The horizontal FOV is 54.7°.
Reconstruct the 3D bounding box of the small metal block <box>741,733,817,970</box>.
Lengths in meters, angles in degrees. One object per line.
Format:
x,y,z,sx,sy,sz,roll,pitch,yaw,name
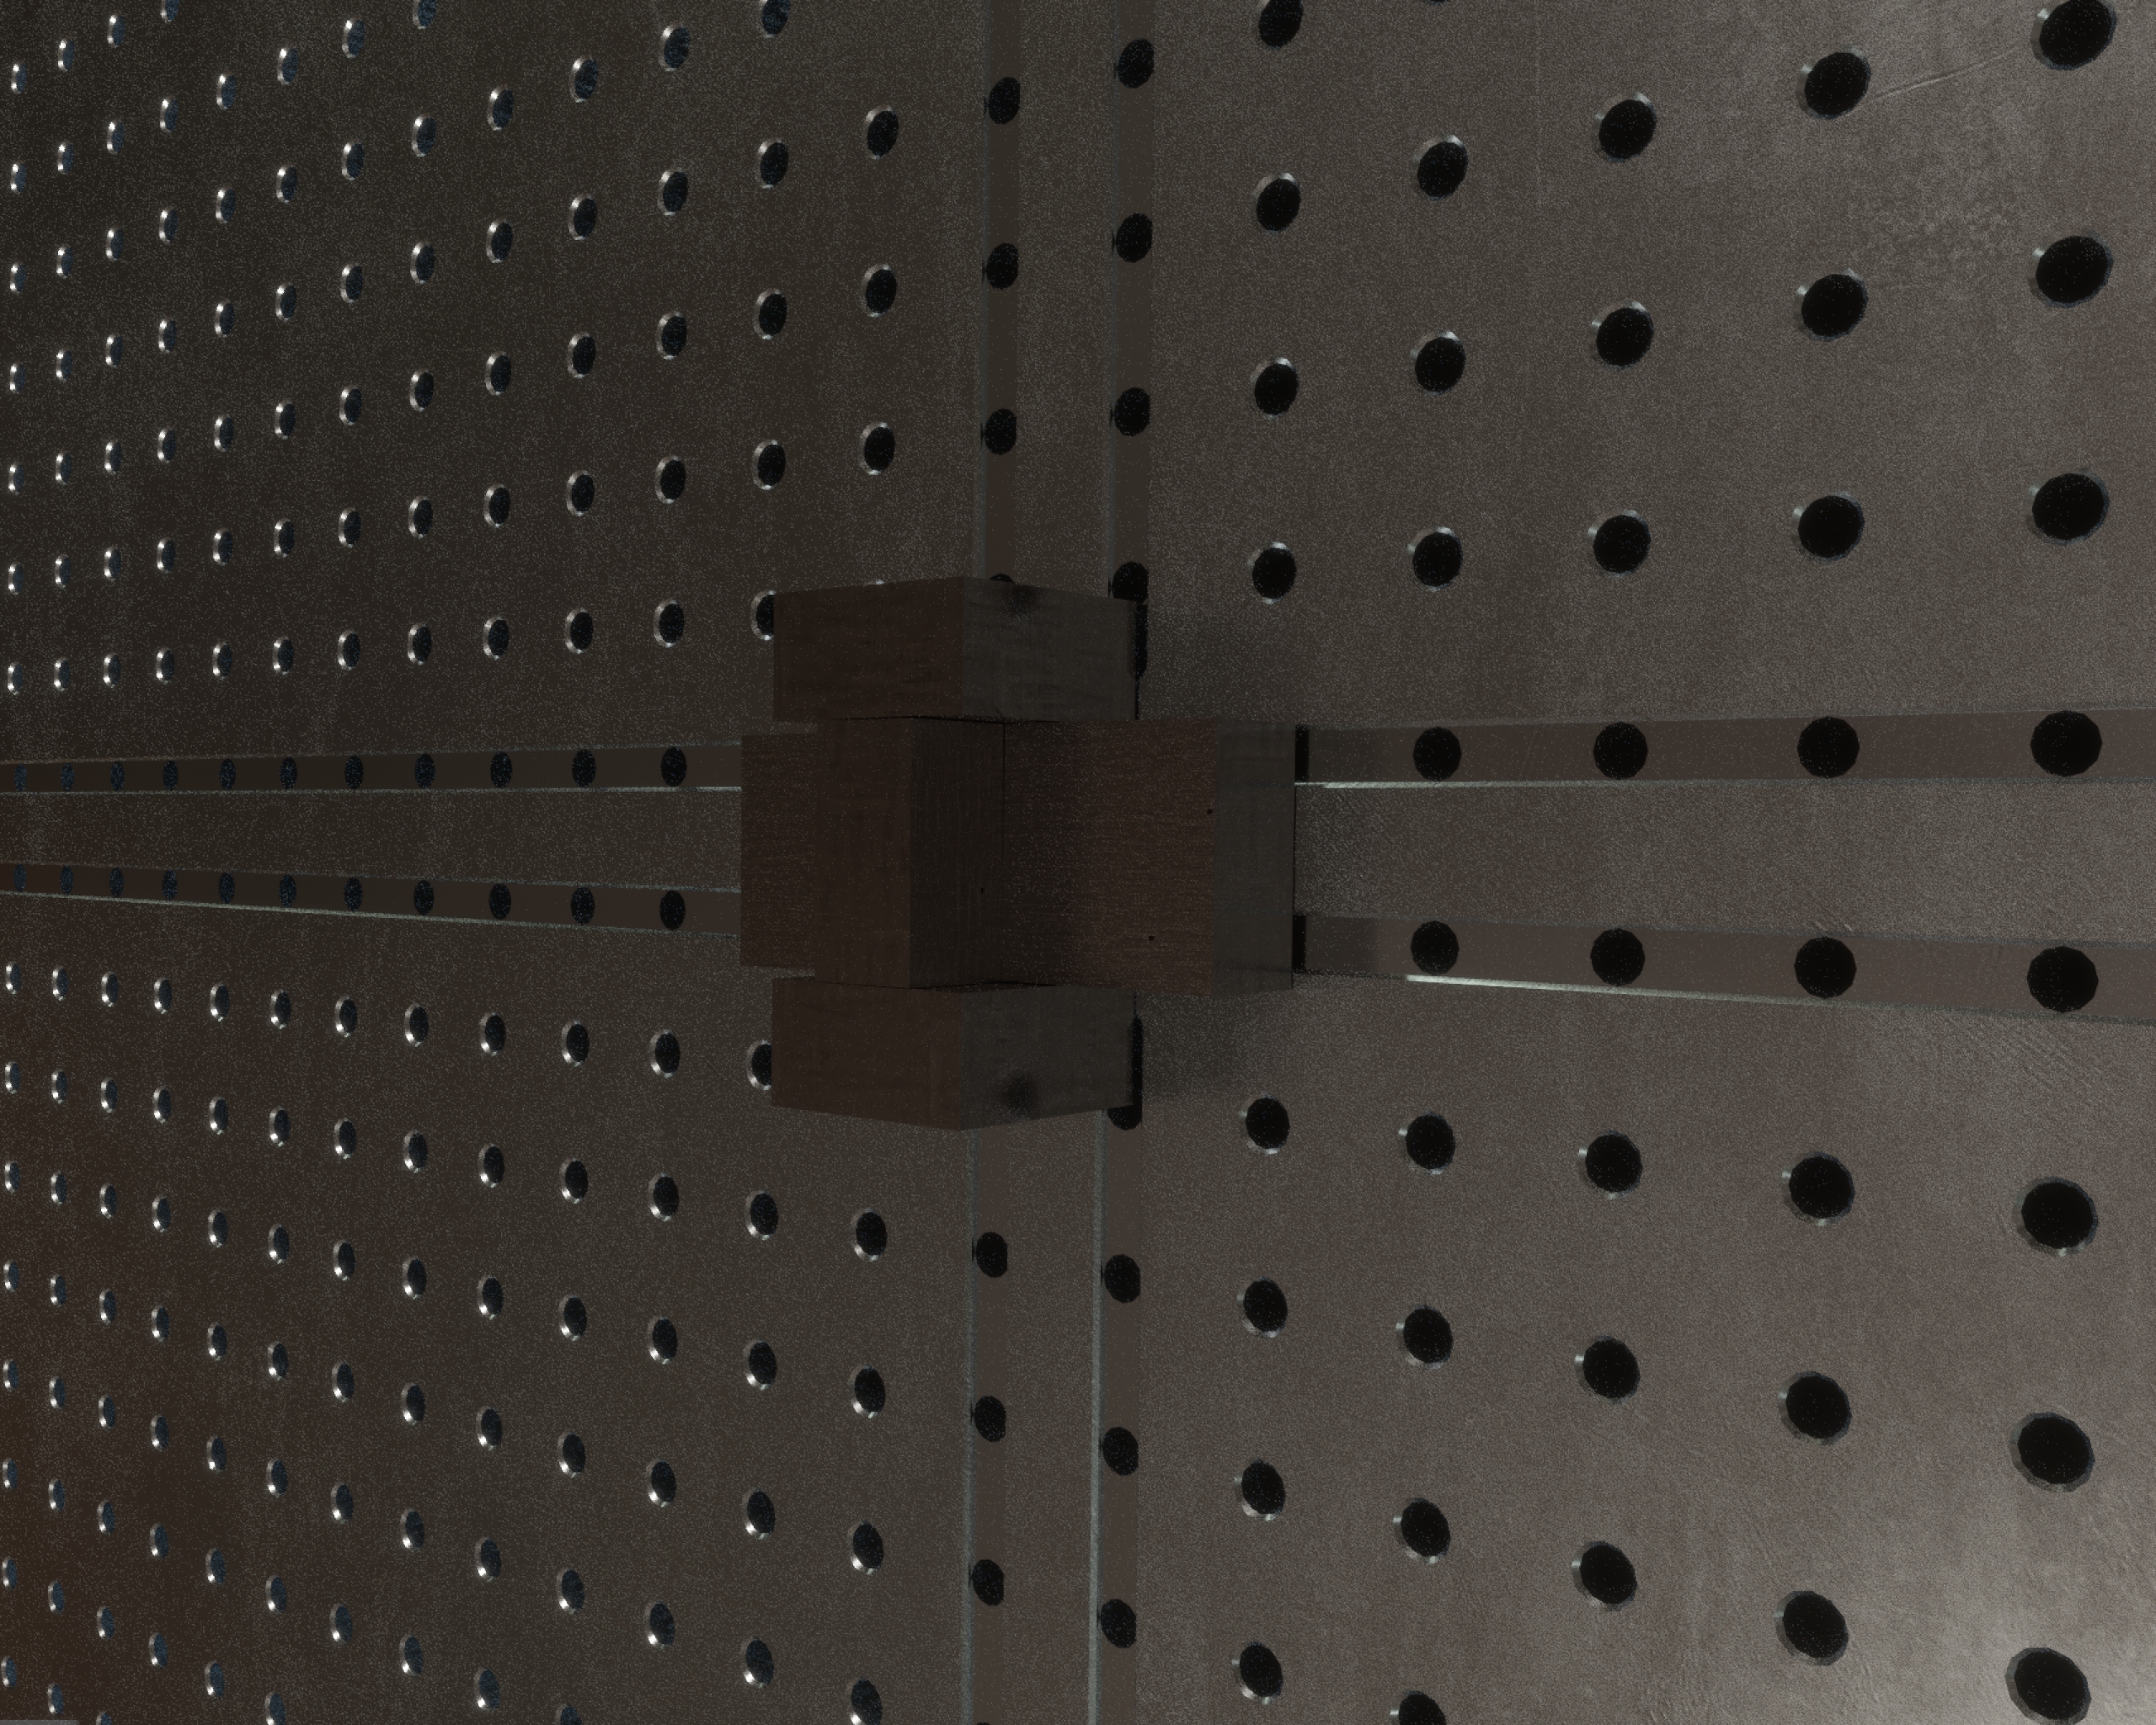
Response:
-0.045,-0.002,0.444,0.050,0.025,0.050,1,91,39,small metal block

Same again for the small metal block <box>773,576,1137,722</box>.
-0.024,-0.040,0.410,0.050,0.050,0.025,1,91,39,small metal block

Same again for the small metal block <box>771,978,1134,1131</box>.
-0.024,0.035,0.411,0.050,0.050,0.025,1,91,39,small metal block

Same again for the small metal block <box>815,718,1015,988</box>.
-0.024,-0.002,0.410,0.025,0.050,0.050,1,91,40,small metal block

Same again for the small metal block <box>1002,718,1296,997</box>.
0.013,-0.002,0.396,0.050,0.025,0.050,2,91,39,small metal block
